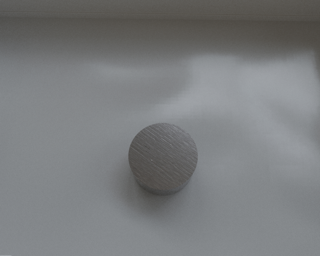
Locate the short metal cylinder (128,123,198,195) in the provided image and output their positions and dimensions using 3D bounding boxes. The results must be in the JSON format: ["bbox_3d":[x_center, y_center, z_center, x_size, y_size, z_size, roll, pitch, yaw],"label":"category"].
[{"bbox_3d":[0.004,0.040,0.382,0.080,0.050,0.080,0,70,0],"label":"short metal cylinder"}]
